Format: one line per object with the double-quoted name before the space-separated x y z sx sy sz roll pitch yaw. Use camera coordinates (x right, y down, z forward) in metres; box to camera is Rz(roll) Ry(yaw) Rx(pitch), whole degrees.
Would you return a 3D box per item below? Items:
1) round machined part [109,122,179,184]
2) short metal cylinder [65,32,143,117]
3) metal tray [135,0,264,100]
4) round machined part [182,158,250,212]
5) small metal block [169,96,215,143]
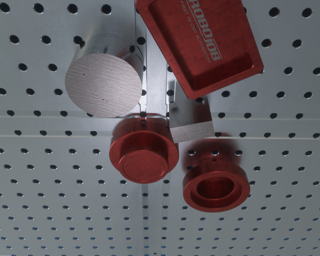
"round machined part" -0.022 0.041 0.435 0.099 0.042 0.097 0 130 0
"short metal cylinder" -0.059 -0.058 0.345 0.081 0.050 0.079 0 130 0
"metal tray" 0.045 -0.099 0.324 0.090 0.030 0.130 -22 127 17
"round machined part" 0.083 0.083 0.473 0.099 0.042 0.097 0 130 0
"small metal block" 0.039 -0.011 0.387 0.050 0.050 0.025 -11 129 8
